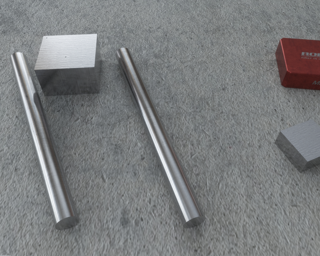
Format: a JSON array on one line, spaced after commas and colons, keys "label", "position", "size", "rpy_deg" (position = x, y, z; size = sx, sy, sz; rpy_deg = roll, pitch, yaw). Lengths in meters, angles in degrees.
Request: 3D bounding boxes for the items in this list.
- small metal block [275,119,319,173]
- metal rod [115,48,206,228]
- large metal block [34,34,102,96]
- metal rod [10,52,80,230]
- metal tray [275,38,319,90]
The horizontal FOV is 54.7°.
[{"label": "small metal block", "position": [0.183, 0.022, 0.388], "size": [0.050, 0.025, 0.050], "rpy_deg": [-18, 53, -15]}, {"label": "metal rod", "position": [-0.012, -0.011, 0.412], "size": [0.025, 0.025, 0.299], "rpy_deg": [-14, 52, -12]}, {"label": "large metal block", "position": [-0.133, -0.096, 0.466], "size": [0.081, 0.050, 0.080], "rpy_deg": [-3, 50, -4]}, {"label": "metal rod", "position": [-0.160, -0.006, 0.405], "size": [0.025, 0.025, 0.300], "rpy_deg": [-20, 53, -16]}, {"label": "metal tray", "position": [0.257, -0.100, 0.487], "size": [0.131, 0.030, 0.090], "rpy_deg": [5, 50, 4]}]
